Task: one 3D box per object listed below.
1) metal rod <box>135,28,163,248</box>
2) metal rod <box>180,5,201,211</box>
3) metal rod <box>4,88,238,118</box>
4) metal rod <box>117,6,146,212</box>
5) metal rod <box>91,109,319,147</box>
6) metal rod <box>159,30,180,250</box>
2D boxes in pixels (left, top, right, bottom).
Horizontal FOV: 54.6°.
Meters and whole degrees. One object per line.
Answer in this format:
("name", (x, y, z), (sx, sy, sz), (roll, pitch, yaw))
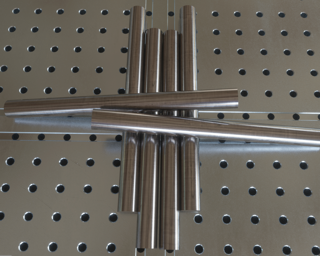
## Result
("metal rod", (-0.012, -0.001, 0.411), (0.025, 0.025, 0.299), (1, 70, 0))
("metal rod", (0.040, -0.040, 0.426), (0.025, 0.025, 0.299), (1, 70, 0))
("metal rod", (-0.055, -0.031, 0.398), (0.301, 0.025, 0.025), (-2, 70, 9))
("metal rod", (-0.036, -0.039, 0.425), (0.025, 0.025, 0.299), (1, 70, 0))
("metal rod", (0.069, 0.002, 0.390), (0.302, 0.025, 0.025), (5, 70, -8))
("metal rod", (0.014, 0.001, 0.412), (0.025, 0.025, 0.299), (1, 70, 0))
